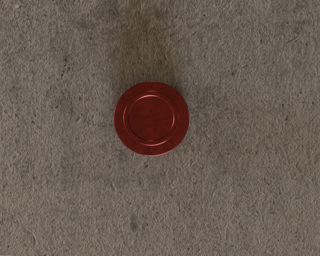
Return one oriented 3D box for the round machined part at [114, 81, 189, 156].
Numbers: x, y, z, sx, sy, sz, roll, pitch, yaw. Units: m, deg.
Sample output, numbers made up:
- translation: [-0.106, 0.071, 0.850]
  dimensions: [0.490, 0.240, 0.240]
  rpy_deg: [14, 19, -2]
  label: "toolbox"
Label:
- translation: [-0.011, -0.012, 0.401]
  dimensions: [0.099, 0.042, 0.097]
  rpy_deg: [0, 90, 0]
  label: "round machined part"
